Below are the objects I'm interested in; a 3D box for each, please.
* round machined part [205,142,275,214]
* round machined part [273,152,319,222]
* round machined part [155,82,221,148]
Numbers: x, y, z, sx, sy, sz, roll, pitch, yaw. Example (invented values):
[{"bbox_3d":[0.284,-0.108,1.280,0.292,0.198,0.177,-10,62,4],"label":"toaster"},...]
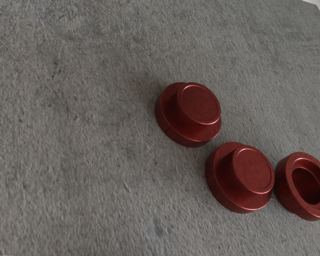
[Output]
[{"bbox_3d":[0.114,0.062,0.419,0.099,0.042,0.098,14,56,-21],"label":"round machined part"},{"bbox_3d":[0.207,0.088,0.454,0.099,0.042,0.098,14,56,-21],"label":"round machined part"},{"bbox_3d":[0.046,-0.025,0.435,0.099,0.042,0.098,14,56,-21],"label":"round machined part"}]
